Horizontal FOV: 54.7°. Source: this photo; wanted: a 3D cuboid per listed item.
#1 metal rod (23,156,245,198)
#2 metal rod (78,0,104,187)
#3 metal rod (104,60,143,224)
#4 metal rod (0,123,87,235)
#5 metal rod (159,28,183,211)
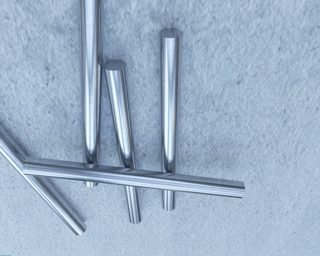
[{"bbox_3d":[-0.030,0.070,0.432,0.302,0.025,0.025,8,130,-7],"label":"metal rod"},{"bbox_3d":[-0.084,-0.032,0.378,0.025,0.025,0.298,6,130,-6],"label":"metal rod"},{"bbox_3d":[-0.046,0.043,0.443,0.025,0.025,0.298,-1,130,1],"label":"metal rod"},{"bbox_3d":[-0.189,0.075,0.468,0.025,0.025,0.299,-14,129,11],"label":"metal rod"},{"bbox_3d":[0.013,0.014,0.419,0.025,0.025,0.298,-1,130,0],"label":"metal rod"}]
